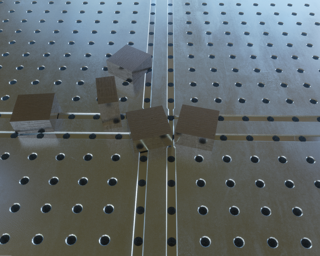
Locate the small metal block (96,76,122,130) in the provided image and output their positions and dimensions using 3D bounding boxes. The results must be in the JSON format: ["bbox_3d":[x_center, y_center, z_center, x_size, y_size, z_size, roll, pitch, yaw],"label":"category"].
[{"bbox_3d":[-0.069,-0.034,0.420,0.025,0.050,0.050,-9,51,-7],"label":"small metal block"}]

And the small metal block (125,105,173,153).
[{"bbox_3d":[-0.015,0.001,0.407,0.050,0.025,0.050,-11,51,-10],"label":"small metal block"}]

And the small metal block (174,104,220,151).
[{"bbox_3d":[0.049,-0.001,0.409,0.050,0.025,0.050,11,51,9],"label":"small metal block"}]

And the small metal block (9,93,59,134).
[{"bbox_3d":[-0.170,-0.020,0.424,0.050,0.025,0.050,-3,50,-3],"label":"small metal block"}]

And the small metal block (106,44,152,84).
[{"bbox_3d":[-0.048,-0.102,0.494,0.050,0.025,0.050,27,55,21],"label":"small metal block"}]
